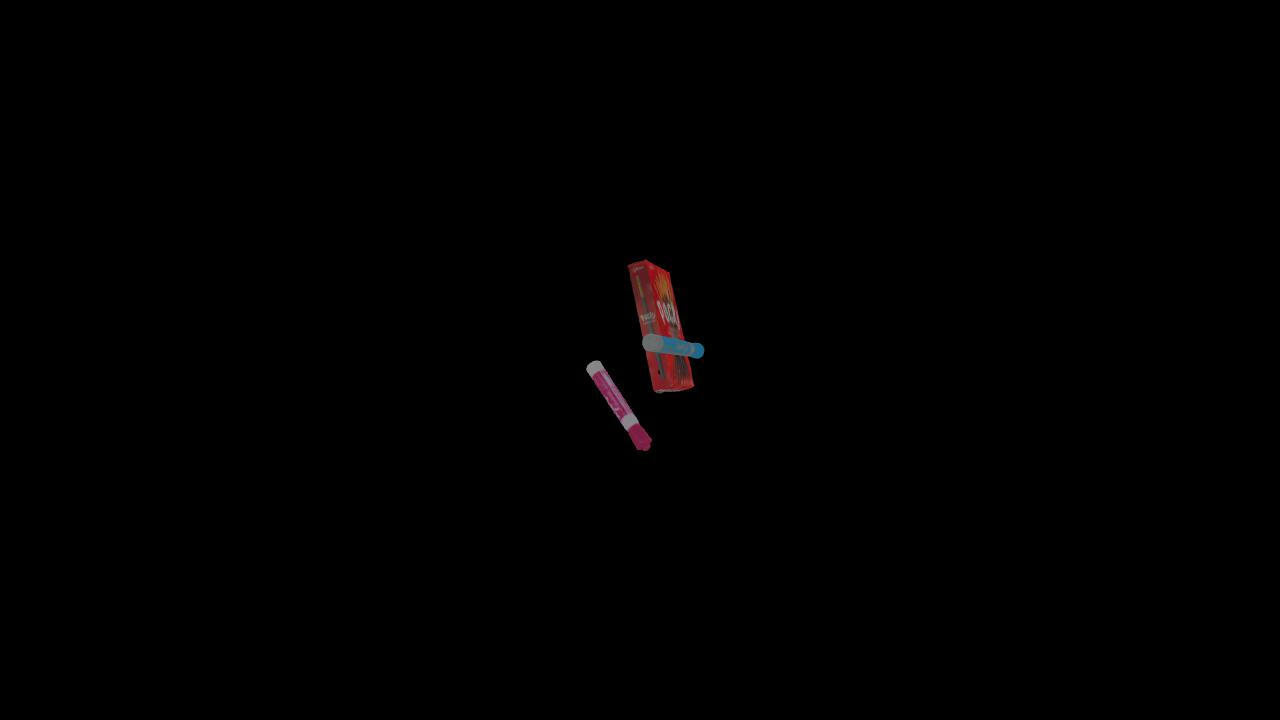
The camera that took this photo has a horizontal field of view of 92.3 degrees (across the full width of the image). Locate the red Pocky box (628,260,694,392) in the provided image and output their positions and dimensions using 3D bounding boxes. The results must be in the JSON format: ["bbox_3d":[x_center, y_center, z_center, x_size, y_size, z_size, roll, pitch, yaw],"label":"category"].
[{"bbox_3d":[0.027,-0.039,0.743,0.028,0.155,0.083,-15,-8,22],"label":"red Pocky box"}]

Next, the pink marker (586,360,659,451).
[{"bbox_3d":[-0.023,0.050,0.673,0.020,0.121,0.020,-26,-30,-16],"label":"pink marker"}]

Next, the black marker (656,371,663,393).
[{"bbox_3d":[0.025,0.024,0.759,0.020,0.020,0.121,0,-10,1],"label":"black marker"}]

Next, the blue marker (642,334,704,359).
[{"bbox_3d":[0.041,-0.014,0.688,0.020,0.020,0.121,0,-4,31],"label":"blue marker"}]
